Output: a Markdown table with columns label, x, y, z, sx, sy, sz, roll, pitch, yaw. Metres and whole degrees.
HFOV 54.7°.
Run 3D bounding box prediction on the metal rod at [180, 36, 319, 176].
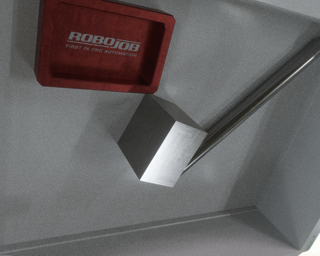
| label | x | y | z | sx | sy | sz | roll | pitch | yaw |
| --- | --- | --- | --- | --- | --- | --- | --- | --- | --- |
| metal rod | 0.131 | -0.030 | 0.463 | 0.300 | 0.025 | 0.025 | -41 | 130 | -1 |

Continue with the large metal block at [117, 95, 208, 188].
| label | x | y | z | sx | sy | sz | roll | pitch | yaw |
| --- | --- | --- | --- | --- | --- | --- | --- | --- | --- |
| large metal block | -0.001 | 0.013 | 0.382 | 0.050 | 0.080 | 0.080 | 20 | 107 | -36 |

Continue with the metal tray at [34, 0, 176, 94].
| label | x | y | z | sx | sy | sz | roll | pitch | yaw |
| --- | --- | --- | --- | --- | --- | --- | --- | --- | --- |
| metal tray | -0.056 | -0.086 | 0.322 | 0.131 | 0.030 | 0.089 | 1 | 118 | -29 |
